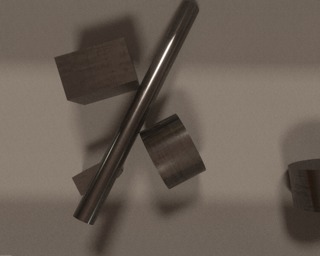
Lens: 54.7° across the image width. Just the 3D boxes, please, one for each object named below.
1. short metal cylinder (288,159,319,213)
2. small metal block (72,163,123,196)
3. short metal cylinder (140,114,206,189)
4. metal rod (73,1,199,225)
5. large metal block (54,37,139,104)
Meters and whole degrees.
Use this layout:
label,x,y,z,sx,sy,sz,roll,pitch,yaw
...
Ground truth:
label,x,y,z,sx,sy,sz,roll,pitch,yaw
short metal cylinder,0.206,0.069,0.387,0.081,0.080,0.050,-8,90,0
small metal block,-0.078,0.060,0.398,0.050,0.050,0.025,-27,90,0
short metal cylinder,0.015,0.029,0.384,0.050,0.080,0.080,-28,90,0
metal rod,-0.022,-0.029,0.379,0.025,0.025,0.299,26,77,-1
large metal block,-0.072,-0.066,0.383,0.080,0.080,0.050,-17,90,0
